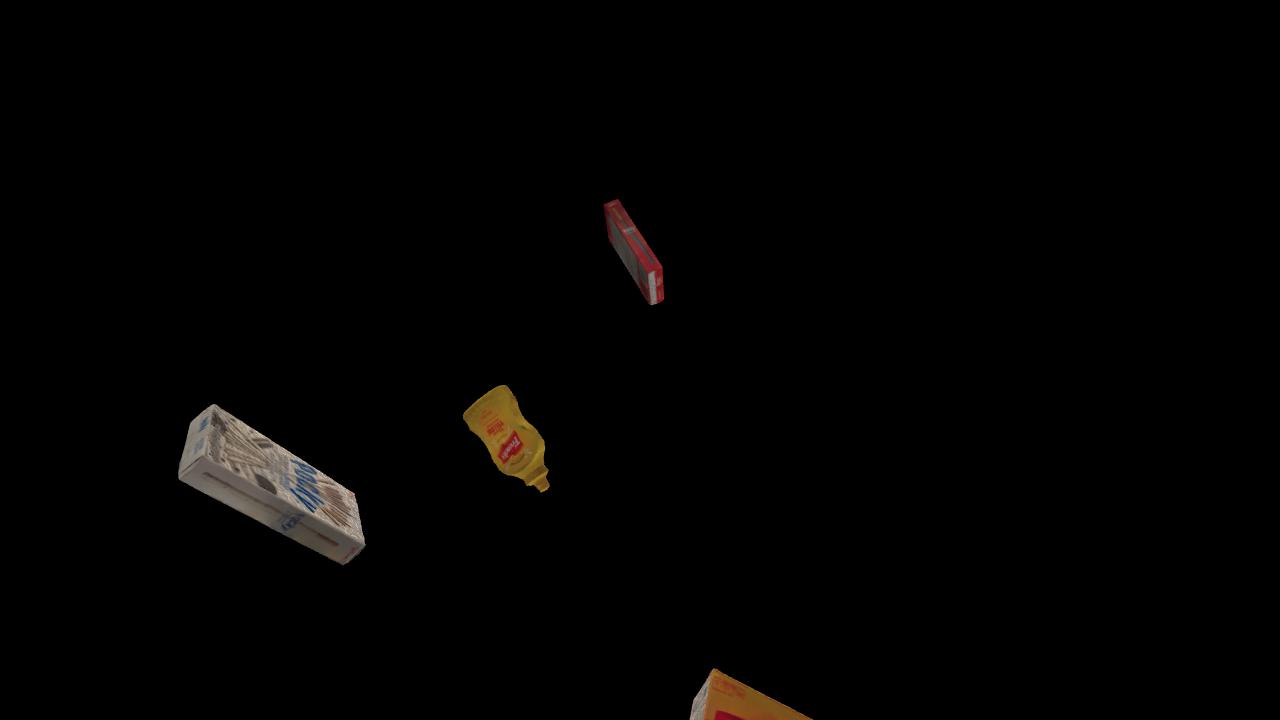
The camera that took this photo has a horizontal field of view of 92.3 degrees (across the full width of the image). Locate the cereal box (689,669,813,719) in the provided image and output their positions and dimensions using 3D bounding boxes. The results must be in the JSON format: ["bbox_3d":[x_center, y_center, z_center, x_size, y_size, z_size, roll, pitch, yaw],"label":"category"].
[{"bbox_3d":[0.139,0.529,0.688,0.203,0.081,0.306,26,23,5],"label":"cereal box"}]

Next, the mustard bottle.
[{"bbox_3d":[-0.206,0.138,1.008,0.092,0.184,0.054,-37,-7,6],"label":"mustard bottle"}]

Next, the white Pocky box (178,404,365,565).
[{"bbox_3d":[-0.302,0.107,0.515,0.154,0.028,0.084,52,-7,-38],"label":"white Pocky box"}]

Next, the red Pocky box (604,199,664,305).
[{"bbox_3d":[-0.009,-0.165,0.935,0.028,0.155,0.083,-25,-28,-9],"label":"red Pocky box"}]
